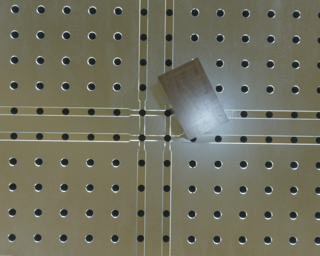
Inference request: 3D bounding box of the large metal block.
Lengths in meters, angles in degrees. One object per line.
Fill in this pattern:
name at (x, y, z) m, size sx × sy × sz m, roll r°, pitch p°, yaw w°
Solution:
large metal block at (0.037, -0.033, 0.386) m, size 0.050 × 0.080 × 0.080 m, roll -26°, pitch 90°, yaw 0°
